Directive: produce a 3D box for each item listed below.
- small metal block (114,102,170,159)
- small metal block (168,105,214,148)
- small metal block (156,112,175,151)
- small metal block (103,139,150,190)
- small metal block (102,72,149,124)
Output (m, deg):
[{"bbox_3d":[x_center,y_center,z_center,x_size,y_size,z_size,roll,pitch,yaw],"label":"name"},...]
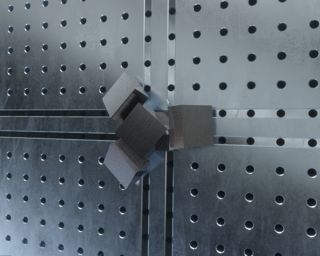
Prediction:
[{"bbox_3d":[-0.020,0.003,0.393,0.050,0.025,0.050,43,103,14],"label":"small metal block"},{"bbox_3d":[0.039,-0.002,0.383,0.025,0.050,0.050,-4,88,53],"label":"small metal block"},{"bbox_3d":[-0.007,0.003,0.416,0.050,0.025,0.050,2,93,20],"label":"small metal block"},{"bbox_3d":[-0.046,0.047,0.416,0.050,0.025,0.050,47,142,14],"label":"small metal block"},{"bbox_3d":[-0.047,-0.040,0.417,0.050,0.025,0.050,-48,40,13],"label":"small metal block"}]
